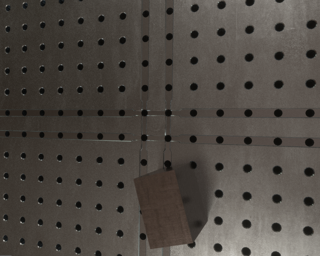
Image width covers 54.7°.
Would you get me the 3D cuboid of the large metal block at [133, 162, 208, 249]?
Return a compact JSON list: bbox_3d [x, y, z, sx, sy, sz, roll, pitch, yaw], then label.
[{"bbox_3d":[0.016,0.090,0.377,0.050,0.080,0.080,-16,85,19],"label":"large metal block"}]
